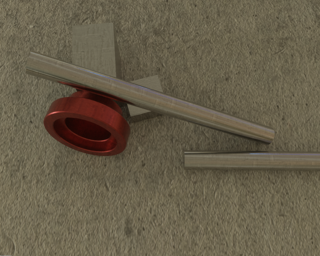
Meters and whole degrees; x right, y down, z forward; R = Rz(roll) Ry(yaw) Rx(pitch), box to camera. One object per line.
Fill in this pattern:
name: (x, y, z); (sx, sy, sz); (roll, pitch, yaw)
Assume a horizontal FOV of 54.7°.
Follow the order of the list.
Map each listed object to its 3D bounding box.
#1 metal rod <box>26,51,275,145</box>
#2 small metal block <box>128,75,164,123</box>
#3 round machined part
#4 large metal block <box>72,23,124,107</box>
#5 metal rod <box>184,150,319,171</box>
metal rod: (0.003, -0.029, 0.365); (0.302, 0.025, 0.025); (16, 70, -16)
small metal block: (-0.021, -0.039, 0.422); (0.050, 0.025, 0.050); (-15, 71, -6)
round machined part: (-0.083, -0.008, 0.373); (0.099, 0.098, 0.042); (11, 59, 3)
large metal block: (-0.079, -0.078, 0.406); (0.050, 0.080, 0.080); (-5, 70, -2)
metal rod: (0.181, 0.042, 0.394); (0.302, 0.025, 0.025); (1, 70, 0)
